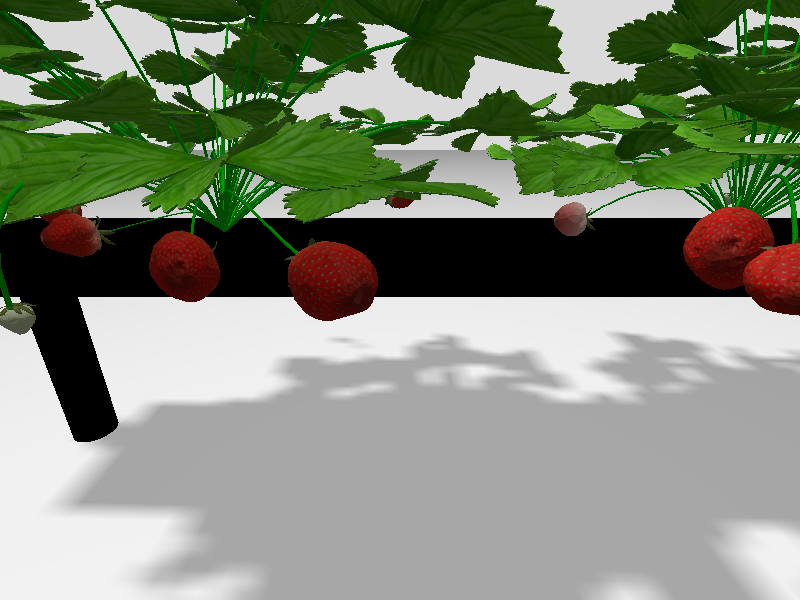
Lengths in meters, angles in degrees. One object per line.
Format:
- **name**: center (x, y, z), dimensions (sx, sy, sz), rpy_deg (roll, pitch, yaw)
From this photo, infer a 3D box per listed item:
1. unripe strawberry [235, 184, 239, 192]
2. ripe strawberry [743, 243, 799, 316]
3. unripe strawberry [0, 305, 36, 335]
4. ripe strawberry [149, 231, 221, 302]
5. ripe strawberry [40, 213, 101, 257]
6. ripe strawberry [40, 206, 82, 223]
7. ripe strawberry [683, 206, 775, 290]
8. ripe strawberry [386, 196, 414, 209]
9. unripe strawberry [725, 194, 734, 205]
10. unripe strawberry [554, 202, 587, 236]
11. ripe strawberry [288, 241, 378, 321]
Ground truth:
- **unripe strawberry**: center (-0.233, -0.161, 0.572), dimensions (0.013, 0.012, 0.012), rpy_deg (-7, 23, -17)
- **ripe strawberry**: center (0.175, -0.007, 0.176), dimensions (0.037, 0.033, 0.034), rpy_deg (14, 37, 30)
- **unripe strawberry**: center (-0.161, 0.009, 0.170), dimensions (0.011, 0.012, 0.012), rpy_deg (1, 22, 2)
- **ripe strawberry**: center (-0.105, -0.015, 0.194), dimensions (0.031, 0.035, 0.033), rpy_deg (-7, 25, -16)
- **ripe strawberry**: center (-0.222, -0.043, 0.269), dimensions (0.033, 0.030, 0.030), rpy_deg (17, 28, 35)
- **ripe strawberry**: center (-0.318, -0.083, 0.370), dimensions (0.034, 0.034, 0.032), rpy_deg (-15, 19, 15)
- **ripe strawberry**: center (0.172, -0.027, 0.211), dimensions (0.038, 0.043, 0.041), rpy_deg (18, 29, 37)
- **ripe strawberry**: center (0.003, -0.124, 0.461), dimensions (0.035, 0.035, 0.039), rpy_deg (-16, 27, -35)
- **unripe strawberry**: center (0.398, -0.122, 0.484), dimensions (0.012, 0.013, 0.014), rpy_deg (15, 26, 33)
- **unripe strawberry**: center (0.140, -0.067, 0.331), dimensions (0.026, 0.027, 0.024), rpy_deg (-5, 22, -5)
- **ripe strawberry**: center (-0.027, -0.008, 0.175), dimensions (0.040, 0.034, 0.040), rpy_deg (-15, 27, -32)
